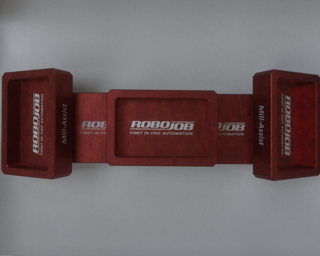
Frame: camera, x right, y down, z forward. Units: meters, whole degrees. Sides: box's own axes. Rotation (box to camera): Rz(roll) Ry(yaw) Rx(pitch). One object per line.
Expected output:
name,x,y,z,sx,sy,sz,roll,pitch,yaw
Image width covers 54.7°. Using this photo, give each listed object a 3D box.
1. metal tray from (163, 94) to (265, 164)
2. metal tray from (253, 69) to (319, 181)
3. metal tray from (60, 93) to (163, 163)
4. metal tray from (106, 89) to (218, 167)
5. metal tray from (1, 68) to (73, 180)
metal tray,0.069,0.001,0.408,0.131,0.030,0.089,0,90,0
metal tray,0.160,-0.003,0.389,0.091,0.030,0.129,0,90,-28
metal tray,-0.062,0.000,0.408,0.131,0.030,0.089,0,90,0
metal tray,0.003,0.000,0.377,0.131,0.030,0.089,1,89,0
metal tray,-0.155,-0.005,0.388,0.090,0.030,0.129,1,90,25
